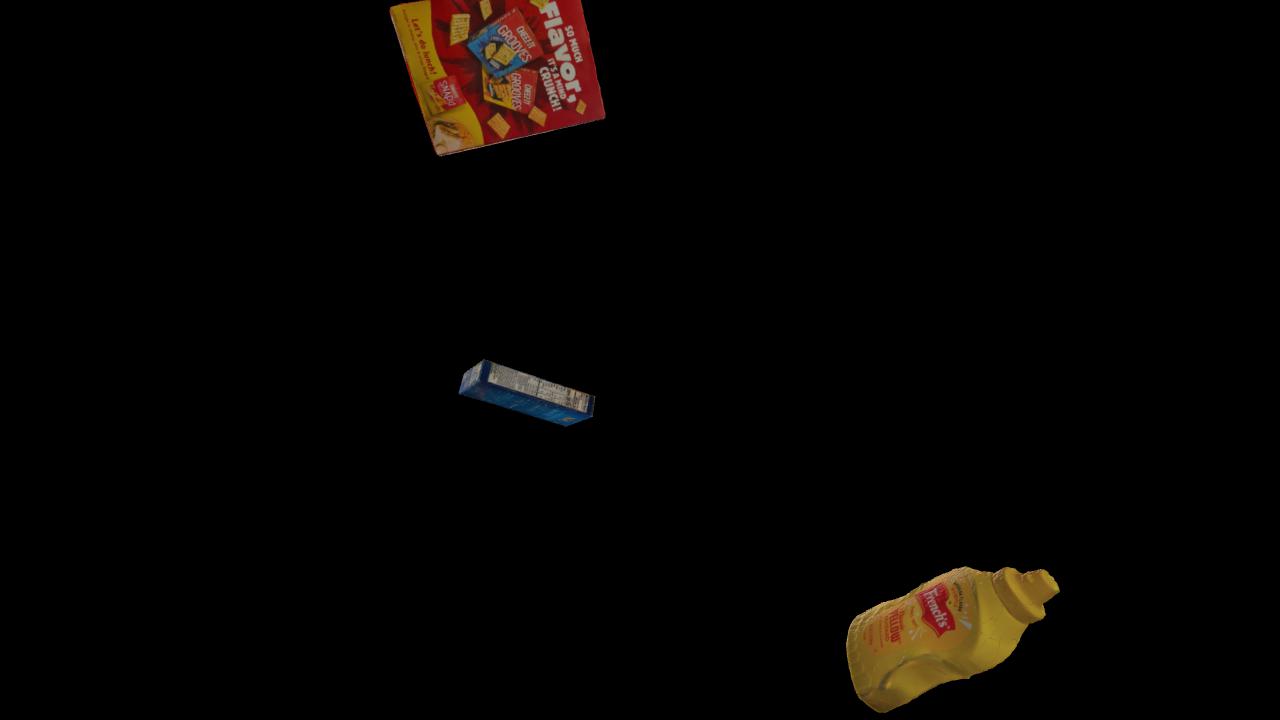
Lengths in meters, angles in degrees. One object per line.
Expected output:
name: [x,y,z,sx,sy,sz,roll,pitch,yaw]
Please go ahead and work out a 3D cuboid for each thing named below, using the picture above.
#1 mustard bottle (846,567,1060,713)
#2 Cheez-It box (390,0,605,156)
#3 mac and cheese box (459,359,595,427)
mustard bottle: [0.260,0.222,0.516,0.184,0.054,0.092,-46,1,33]
Cheez-It box: [-0.170,-0.361,0.763,0.223,0.166,0.071,-18,23,-12]
mac and cheese box: [-0.171,0.054,0.936,0.184,0.041,0.093,21,-26,-28]
